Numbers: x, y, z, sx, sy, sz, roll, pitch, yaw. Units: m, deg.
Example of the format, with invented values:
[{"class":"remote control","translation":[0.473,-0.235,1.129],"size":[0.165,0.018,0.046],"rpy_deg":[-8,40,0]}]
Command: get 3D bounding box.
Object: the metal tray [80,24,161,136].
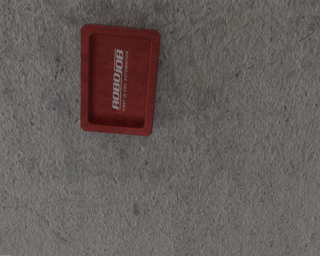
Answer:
[{"class":"metal tray","translation":[-0.050,-0.058,0.385],"size":[0.091,0.030,0.129],"rpy_deg":[5,110,-2]}]
